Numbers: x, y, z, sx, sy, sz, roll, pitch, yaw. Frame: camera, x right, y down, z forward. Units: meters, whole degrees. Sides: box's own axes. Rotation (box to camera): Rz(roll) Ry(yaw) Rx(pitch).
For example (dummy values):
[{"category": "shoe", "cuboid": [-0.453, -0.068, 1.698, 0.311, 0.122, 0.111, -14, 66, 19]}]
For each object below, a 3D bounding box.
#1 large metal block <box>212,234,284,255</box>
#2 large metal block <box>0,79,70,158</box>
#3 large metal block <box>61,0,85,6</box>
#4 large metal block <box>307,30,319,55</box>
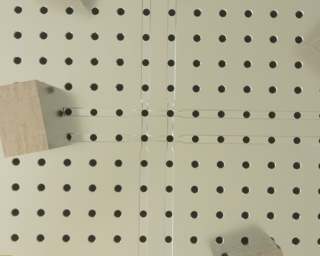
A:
[{"category": "large metal block", "cuboid": [0.122, 0.197, 0.402, 0.080, 0.050, 0.080, -18, 90, 0]}, {"category": "large metal block", "cuboid": [-0.156, -0.011, 0.385, 0.050, 0.080, 0.080, -11, 90, 0]}, {"category": "large metal block", "cuboid": [-0.134, -0.216, 0.400, 0.080, 0.050, 0.080, 14, 90, 0]}, {"category": "large metal block", "cuboid": [0.259, -0.119, 0.402, 0.080, 0.050, 0.080, 41, 90, 0]}]
